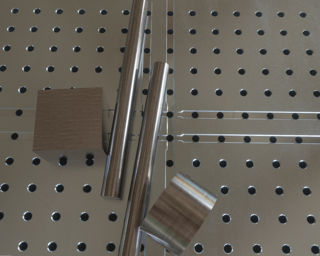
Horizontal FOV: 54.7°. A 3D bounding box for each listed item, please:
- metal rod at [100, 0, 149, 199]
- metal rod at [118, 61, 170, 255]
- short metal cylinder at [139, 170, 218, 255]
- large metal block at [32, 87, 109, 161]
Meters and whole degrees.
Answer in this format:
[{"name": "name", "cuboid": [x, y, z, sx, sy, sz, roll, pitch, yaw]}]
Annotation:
[{"name": "metal rod", "cuboid": [-0.045, -0.054, 0.431, 0.025, 0.025, 0.299, 6, 70, 2]}, {"name": "metal rod", "cuboid": [-0.021, 0.050, 0.392, 0.025, 0.025, 0.299, 8, 70, 3]}, {"name": "short metal cylinder", "cuboid": [0.021, 0.095, 0.348, 0.050, 0.080, 0.080, 34, 74, 11]}, {"name": "large metal block", "cuboid": [-0.111, -0.004, 0.399, 0.081, 0.050, 0.080, -3, 70, -1]}]
